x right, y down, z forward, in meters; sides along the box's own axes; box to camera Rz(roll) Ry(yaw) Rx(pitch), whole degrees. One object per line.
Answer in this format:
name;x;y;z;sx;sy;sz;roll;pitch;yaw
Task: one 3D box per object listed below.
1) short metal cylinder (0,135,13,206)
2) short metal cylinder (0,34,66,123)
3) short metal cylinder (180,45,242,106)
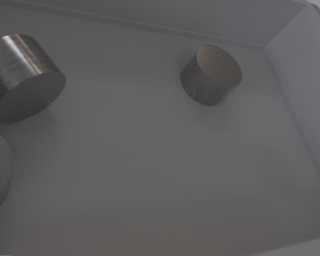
short metal cylinder;-0.175;0.040;0.271;0.081;0.050;0.080;14;56;-21
short metal cylinder;-0.147;-0.050;0.321;0.081;0.080;0.050;-34;81;-38
short metal cylinder;0.079;-0.081;0.481;0.081;0.050;0.080;14;56;-21
